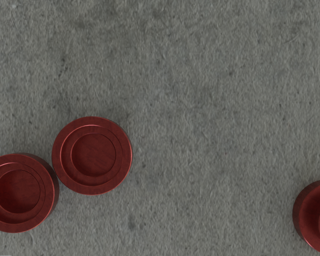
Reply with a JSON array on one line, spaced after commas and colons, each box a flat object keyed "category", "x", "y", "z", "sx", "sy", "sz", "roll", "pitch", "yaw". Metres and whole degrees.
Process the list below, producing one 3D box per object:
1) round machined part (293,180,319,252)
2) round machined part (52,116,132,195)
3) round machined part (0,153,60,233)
[{"category": "round machined part", "x": 0.231, "y": 0.119, "z": 0.405, "sx": 0.099, "sy": 0.042, "sz": 0.097, "roll": 0, "pitch": 90, "yaw": -1}, {"category": "round machined part", "x": -0.084, "y": 0.034, "z": 0.400, "sx": 0.099, "sy": 0.042, "sz": 0.097, "roll": 0, "pitch": 90, "yaw": -1}, {"category": "round machined part", "x": -0.179, "y": 0.080, "z": 0.399, "sx": 0.099, "sy": 0.042, "sz": 0.097, "roll": 0, "pitch": 90, "yaw": -1}]
